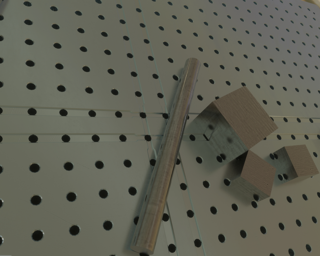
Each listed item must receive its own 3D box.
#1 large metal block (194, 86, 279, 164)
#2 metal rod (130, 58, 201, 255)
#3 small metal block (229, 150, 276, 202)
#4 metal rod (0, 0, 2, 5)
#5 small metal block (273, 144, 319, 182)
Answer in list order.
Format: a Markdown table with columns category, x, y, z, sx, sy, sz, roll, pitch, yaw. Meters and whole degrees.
| category | x | y | z | sx | sy | sz | roll | pitch | yaw |
| --- | --- | --- | --- | --- | --- | --- | --- | --- | --- |
| large metal block | 0.112 | -0.006 | 0.456 | 0.081 | 0.050 | 0.080 | -26 | 76 | -37 |
| metal rod | 0.017 | 0.012 | 0.409 | 0.025 | 0.025 | 0.300 | 26 | 52 | -12 |
| small metal block | 0.132 | 0.067 | 0.438 | 0.050 | 0.025 | 0.050 | 35 | 51 | -5 |
| metal rod | -0.220 | -0.069 | 0.331 | 0.025 | 0.025 | 0.300 | 16 | 55 | -19 |
| small metal block | 0.215 | 0.055 | 0.490 | 0.050 | 0.025 | 0.050 | -2 | 63 | -29 |
